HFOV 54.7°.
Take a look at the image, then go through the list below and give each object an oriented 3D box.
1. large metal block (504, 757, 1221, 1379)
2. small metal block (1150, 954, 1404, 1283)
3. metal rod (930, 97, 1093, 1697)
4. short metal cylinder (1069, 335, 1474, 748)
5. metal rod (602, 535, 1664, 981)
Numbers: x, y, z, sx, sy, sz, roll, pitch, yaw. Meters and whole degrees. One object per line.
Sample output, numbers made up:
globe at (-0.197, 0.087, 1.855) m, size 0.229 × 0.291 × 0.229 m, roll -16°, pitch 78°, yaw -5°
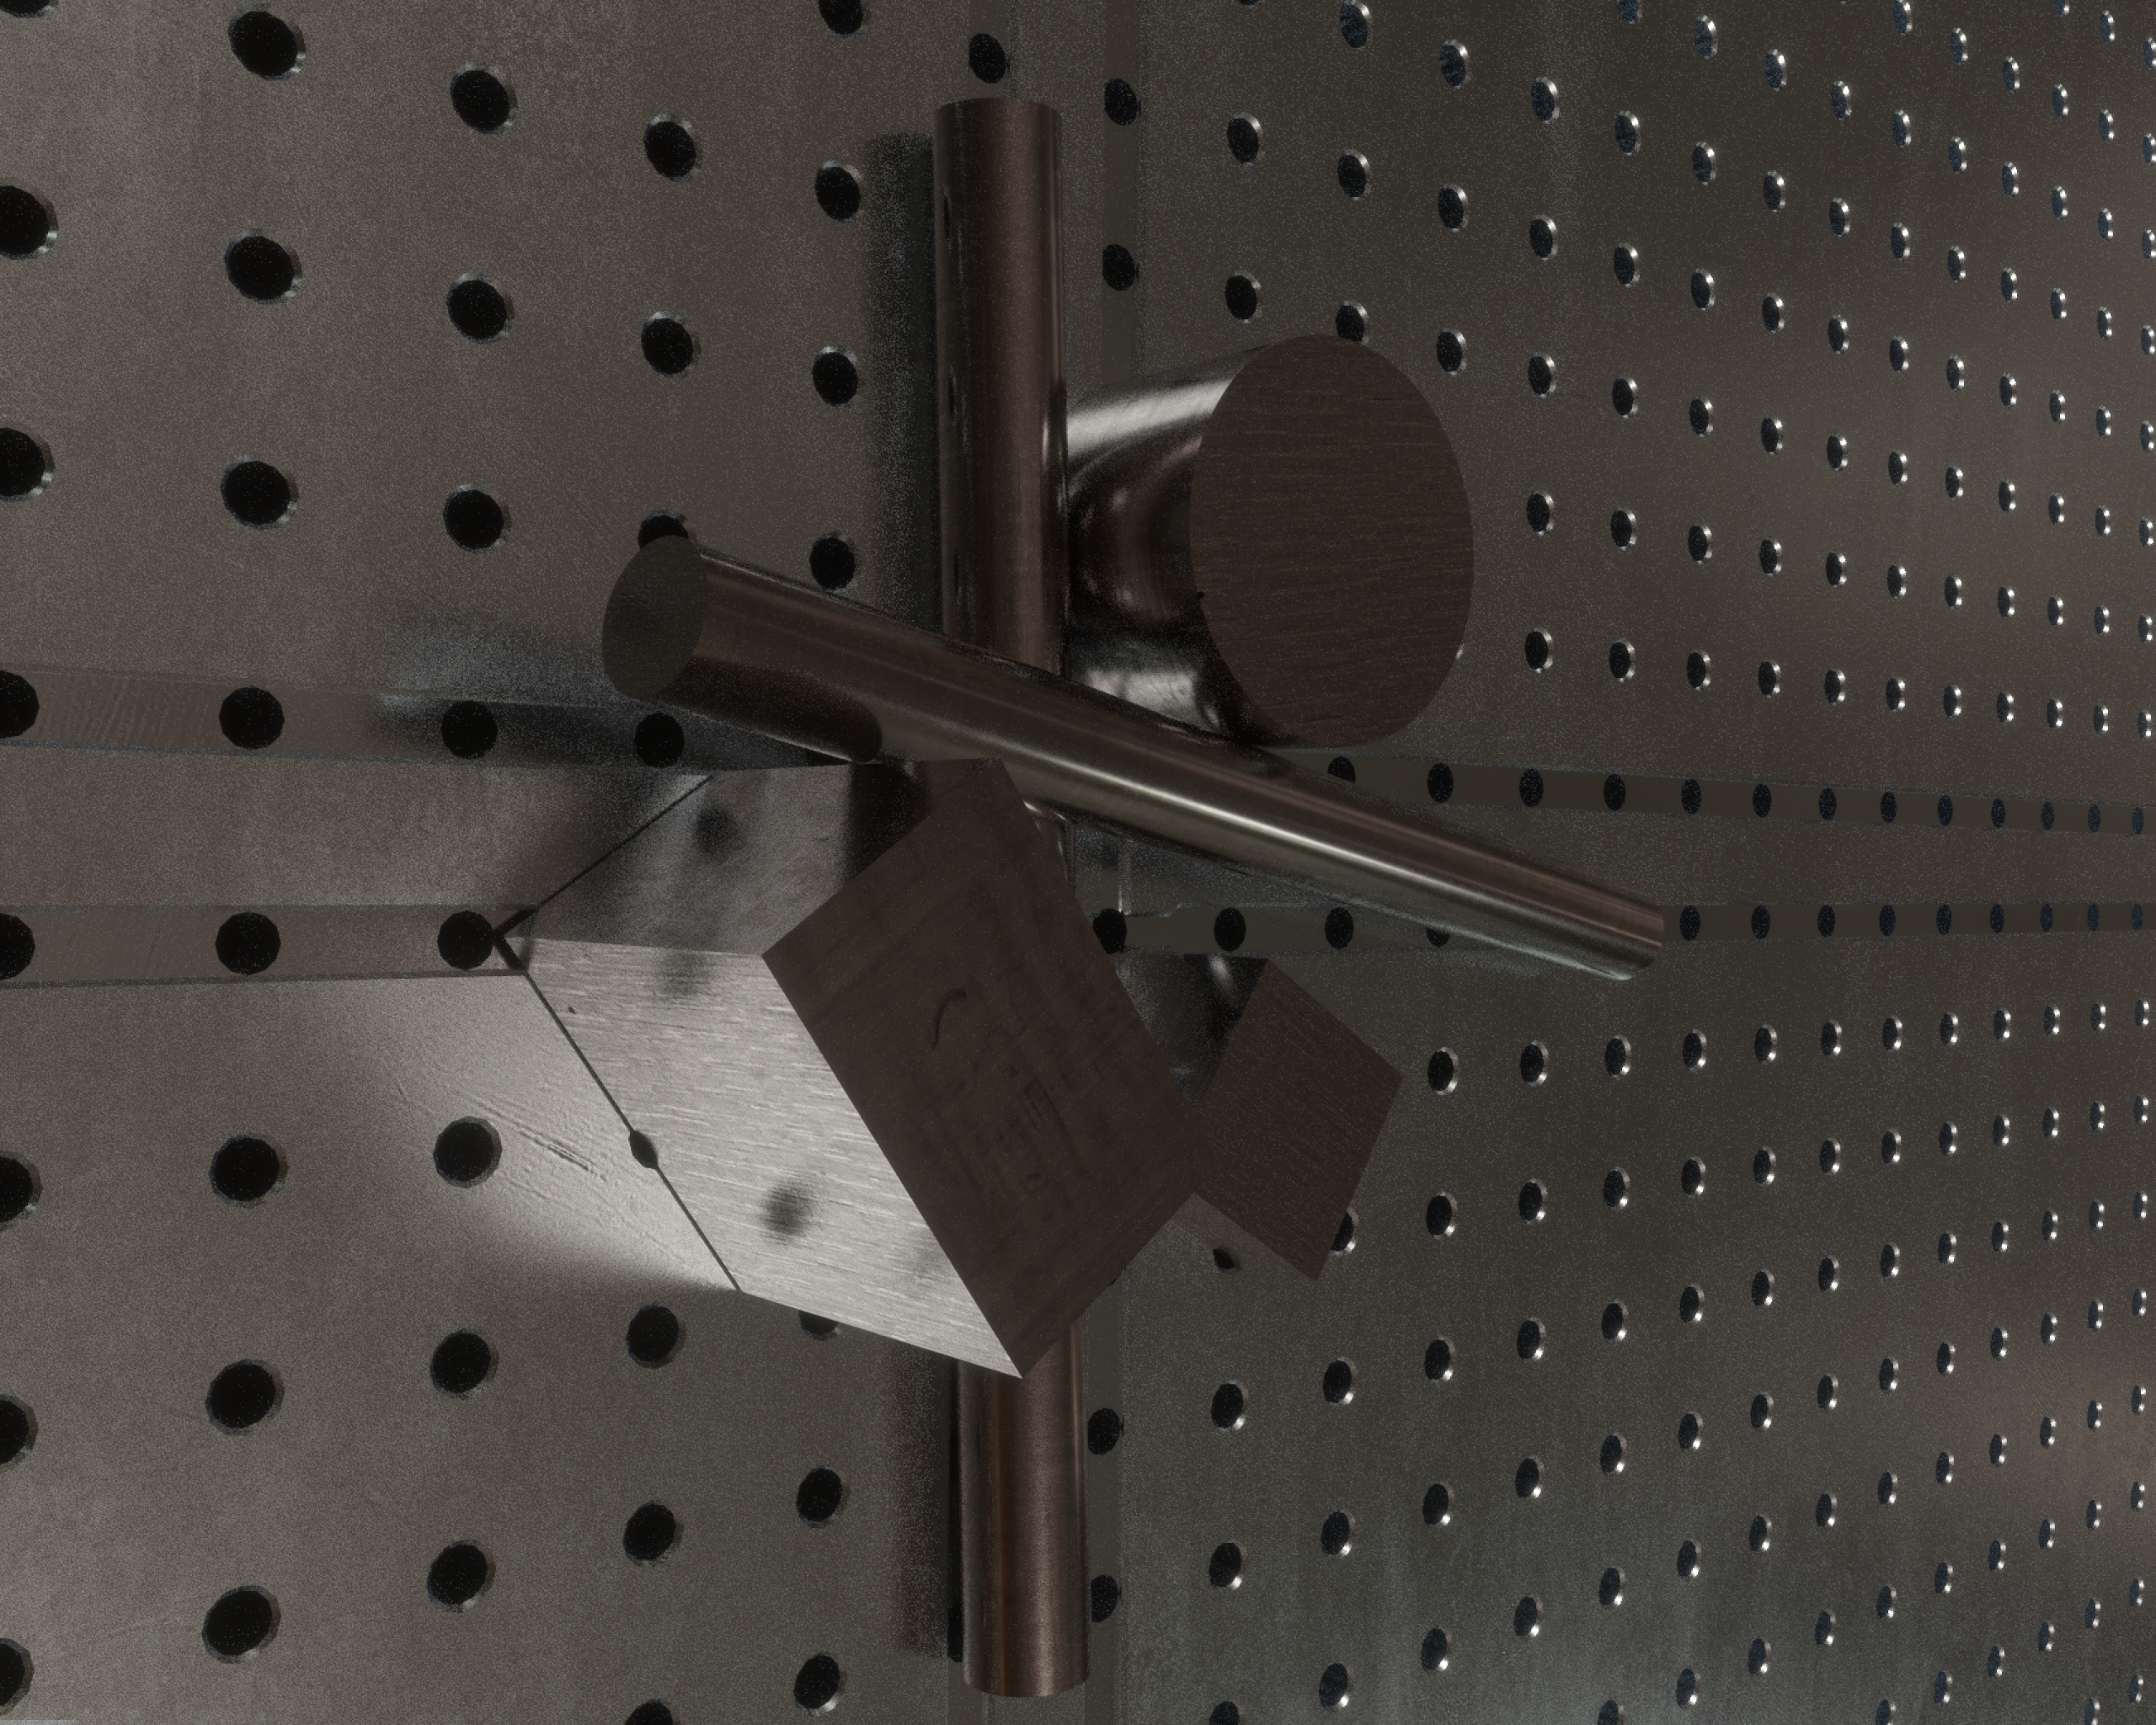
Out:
large metal block at (-0.036, 0.031, 0.343) m, size 0.050 × 0.080 × 0.080 m, roll -42°, pitch 116°, yaw -32°
small metal block at (0.037, 0.054, 0.443) m, size 0.050 × 0.025 × 0.050 m, roll 41°, pitch 65°, yaw -33°
metal rod at (-0.013, 0.007, 0.401) m, size 0.025 × 0.025 × 0.298 m, roll -2°, pitch 92°, yaw -40°
short metal cylinder at (0.035, -0.062, 0.424) m, size 0.081 × 0.050 × 0.079 m, roll 0°, pitch 90°, yaw -40°
metal rod at (0.037, -0.009, 0.418) m, size 0.302 × 0.025 × 0.025 m, roll 15°, pitch 80°, yaw -47°
